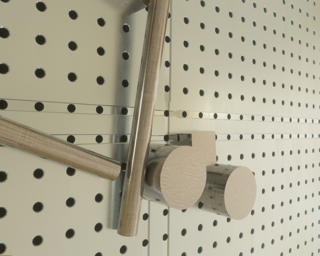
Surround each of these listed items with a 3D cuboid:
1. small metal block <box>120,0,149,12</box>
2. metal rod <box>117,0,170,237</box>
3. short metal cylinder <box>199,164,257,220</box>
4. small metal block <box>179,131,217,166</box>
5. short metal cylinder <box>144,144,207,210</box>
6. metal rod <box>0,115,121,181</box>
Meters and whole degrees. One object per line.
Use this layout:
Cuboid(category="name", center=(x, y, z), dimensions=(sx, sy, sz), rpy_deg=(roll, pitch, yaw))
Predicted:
Cuboid(category="small metal block", center=(-0.034, -0.181, 0.380), dimensions=(0.050, 0.025, 0.050), rpy_deg=(26, 74, -37))
Cuboid(category="metal rod", center=(-0.019, -0.020, 0.377), dimensions=(0.025, 0.025, 0.298), rpy_deg=(8, 90, -40))
Cuboid(category="short metal cylinder", center=(0.105, 0.097, 0.482), dimensions=(0.081, 0.050, 0.079), rpy_deg=(0, 90, -40))
Cuboid(category="small metal block", center=(0.056, 0.031, 0.457), dimensions=(0.050, 0.025, 0.050), rpy_deg=(-5, 93, -40))
Cuboid(category="short metal cylinder", center=(0.015, 0.062, 0.406), dimensions=(0.081, 0.050, 0.079), rpy_deg=(0, 90, -40))
Cuboid(category="metal rod", center=(-0.161, -0.006, 0.273), dimensions=(0.301, 0.025, 0.025), rpy_deg=(28, 73, -37))
